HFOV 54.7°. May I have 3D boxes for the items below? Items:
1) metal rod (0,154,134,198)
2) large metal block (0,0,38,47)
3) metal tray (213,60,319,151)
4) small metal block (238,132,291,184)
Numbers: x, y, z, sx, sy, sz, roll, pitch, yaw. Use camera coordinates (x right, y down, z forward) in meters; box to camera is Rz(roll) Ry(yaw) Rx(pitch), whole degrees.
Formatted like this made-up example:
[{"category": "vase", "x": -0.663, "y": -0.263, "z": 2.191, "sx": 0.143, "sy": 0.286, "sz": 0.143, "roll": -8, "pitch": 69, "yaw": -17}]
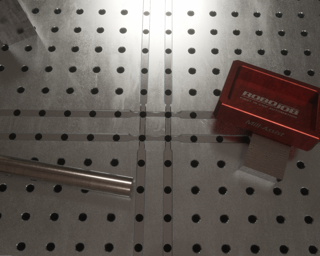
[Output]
[{"category": "metal rod", "x": -0.184, "y": 0.049, "z": 0.391, "sx": 0.302, "sy": 0.025, "sz": 0.025, "roll": 9, "pitch": 70, "yaw": 3}, {"category": "large metal block", "x": -0.229, "y": -0.180, "z": 0.445, "sx": 0.050, "sy": 0.080, "sz": 0.080, "roll": -27, "pitch": 73, "yaw": -10}, {"category": "metal tray", "x": 0.146, "y": -0.033, "z": 0.409, "sx": 0.131, "sy": 0.030, "sz": 0.090, "roll": 21, "pitch": 54, "yaw": 7}, {"category": "small metal block", "x": 0.135, "y": 0.037, "z": 0.400, "sx": 0.050, "sy": 0.025, "sz": 0.050, "roll": 20, "pitch": 71, "yaw": 7}]
